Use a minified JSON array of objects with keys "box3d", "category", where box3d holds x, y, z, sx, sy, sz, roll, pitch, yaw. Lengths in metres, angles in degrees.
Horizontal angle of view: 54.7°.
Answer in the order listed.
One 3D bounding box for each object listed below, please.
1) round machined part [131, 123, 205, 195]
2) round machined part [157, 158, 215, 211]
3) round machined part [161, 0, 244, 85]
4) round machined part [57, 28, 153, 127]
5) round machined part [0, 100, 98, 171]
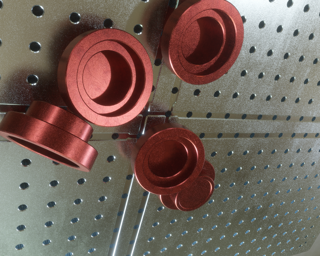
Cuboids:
[{"box3d":[0.008,0.038,0.422,0.099,0.042,0.097,-7,113,-18],"category":"round machined part"},{"box3d":[0.045,0.090,0.483,0.099,0.042,0.097,-14,124,-21],"category":"round machined part"},{"box3d":[0.045,-0.103,0.363,0.099,0.042,0.097,-14,125,-21],"category":"round machined part"},{"box3d":[-0.059,-0.052,0.324,0.099,0.042,0.097,-10,106,-37],"category":"round machined part"},{"box3d":[-0.109,0.006,0.319,0.098,0.098,0.042,37,67,-39],"category":"round machined part"}]
